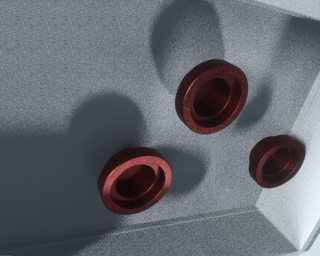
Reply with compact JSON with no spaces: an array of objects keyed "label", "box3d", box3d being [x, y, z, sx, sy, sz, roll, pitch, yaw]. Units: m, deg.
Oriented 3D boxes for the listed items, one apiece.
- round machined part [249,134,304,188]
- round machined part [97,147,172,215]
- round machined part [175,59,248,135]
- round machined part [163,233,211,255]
[{"label":"round machined part","box3d":[0.196,0.053,0.537,0.099,0.042,0.097,-11,122,-18]},{"label":"round machined part","box3d":[-0.037,0.066,0.420,0.099,0.042,0.097,-14,125,-21]},{"label":"round machined part","box3d":[0.063,-0.044,0.407,0.099,0.042,0.097,-14,125,-21]},{"label":"round machined part","box3d":[0.057,0.252,0.590,0.099,0.042,0.097,-14,125,-21]}]
